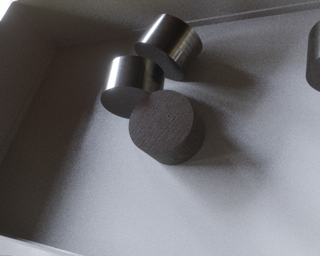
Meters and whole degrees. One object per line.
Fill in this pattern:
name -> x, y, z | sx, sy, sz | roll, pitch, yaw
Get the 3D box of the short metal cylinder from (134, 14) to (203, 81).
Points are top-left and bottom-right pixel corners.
short metal cylinder -> 0.012, -0.111, 0.432 | 0.080, 0.080, 0.050 | 24, 75, 36

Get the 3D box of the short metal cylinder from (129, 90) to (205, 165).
short metal cylinder -> 0.009, 0.000, 0.378 | 0.080, 0.050, 0.080 | -9, 65, 20

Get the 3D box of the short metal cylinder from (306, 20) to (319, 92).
short metal cylinder -> 0.194, -0.074, 0.314 | 0.080, 0.080, 0.050 | 1, 63, 29

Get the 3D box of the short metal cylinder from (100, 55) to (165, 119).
short metal cylinder -> -0.036, -0.053, 0.422 | 0.080, 0.080, 0.050 | -7, 58, 24
